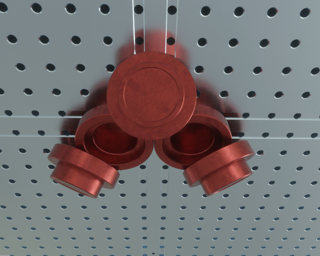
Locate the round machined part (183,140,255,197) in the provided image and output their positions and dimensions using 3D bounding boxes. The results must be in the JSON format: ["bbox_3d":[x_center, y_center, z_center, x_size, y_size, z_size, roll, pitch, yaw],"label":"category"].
[{"bbox_3d":[0.084,0.058,0.416,0.099,0.042,0.098,-24,162,-8],"label":"round machined part"}]

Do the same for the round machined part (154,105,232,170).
[{"bbox_3d":[0.042,0.008,0.408,0.099,0.042,0.097,-1,130,0],"label":"round machined part"}]

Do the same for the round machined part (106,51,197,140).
[{"bbox_3d":[-0.009,-0.035,0.337,0.099,0.042,0.097,0,92,-1],"label":"round machined part"}]

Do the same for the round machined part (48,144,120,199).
[{"bbox_3d":[-0.108,0.063,0.422,0.098,0.042,0.098,20,158,9],"label":"round machined part"}]

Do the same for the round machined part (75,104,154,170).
[{"bbox_3d":[-0.057,0.007,0.405,0.099,0.042,0.097,-1,130,0],"label":"round machined part"}]
